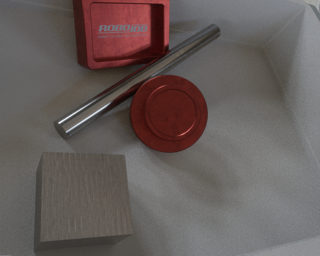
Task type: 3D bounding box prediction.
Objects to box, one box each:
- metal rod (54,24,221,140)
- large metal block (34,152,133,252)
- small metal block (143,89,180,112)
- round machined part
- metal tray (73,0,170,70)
[{"bbox_3d":[-0.011,-0.077,0.425,0.025,0.025,0.302,48,58,5],"label":"metal rod"},{"bbox_3d":[-0.077,0.071,0.305,0.081,0.050,0.080,5,60,-26],"label":"large metal block"},{"bbox_3d":[0.002,-0.039,0.432,0.050,0.025,0.050,46,51,4],"label":"small metal block"},{"bbox_3d":[0.012,-0.018,0.385,0.099,0.042,0.097,0,89,-9],"label":"round machined part"},{"bbox_3d":[-0.048,-0.132,0.423,0.131,0.089,0.030,-15,26,-34],"label":"metal tray"}]
